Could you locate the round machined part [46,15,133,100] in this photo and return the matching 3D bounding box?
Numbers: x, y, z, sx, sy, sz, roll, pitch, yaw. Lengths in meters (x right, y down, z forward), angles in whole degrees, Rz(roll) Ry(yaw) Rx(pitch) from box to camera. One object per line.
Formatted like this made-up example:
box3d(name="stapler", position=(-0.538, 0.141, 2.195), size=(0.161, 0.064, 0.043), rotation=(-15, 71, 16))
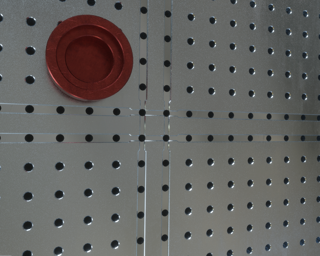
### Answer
box3d(name="round machined part", position=(-0.085, -0.081, 0.373), size=(0.099, 0.042, 0.097), rotation=(0, 90, -21))
